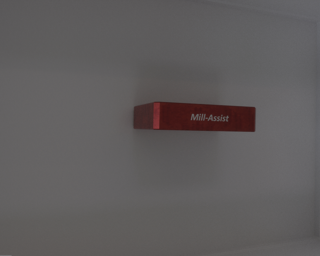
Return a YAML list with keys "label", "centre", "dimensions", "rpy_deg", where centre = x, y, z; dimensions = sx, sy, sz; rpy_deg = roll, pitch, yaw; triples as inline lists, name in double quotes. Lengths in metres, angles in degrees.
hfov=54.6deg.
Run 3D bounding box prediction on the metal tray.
- label: "metal tray"
  centre: [0.041, -0.012, 0.390]
  dimensions: [0.131, 0.090, 0.030]
  rpy_deg: [1, 90, -20]
